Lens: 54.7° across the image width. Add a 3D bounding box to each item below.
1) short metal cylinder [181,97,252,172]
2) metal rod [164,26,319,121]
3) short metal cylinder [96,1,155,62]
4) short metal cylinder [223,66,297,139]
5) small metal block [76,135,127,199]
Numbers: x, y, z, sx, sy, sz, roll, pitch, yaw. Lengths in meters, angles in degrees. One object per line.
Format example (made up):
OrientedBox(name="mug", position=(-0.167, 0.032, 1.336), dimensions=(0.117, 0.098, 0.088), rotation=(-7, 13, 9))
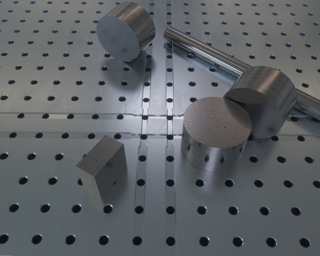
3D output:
OrientedBox(name="short metal cylinder", position=(0.068, 0.007, 0.385), dimensions=(0.081, 0.050, 0.080), rotation=(1, 50, -1))
OrientedBox(name="metal rod", position=(0.126, -0.091, 0.484), dimensions=(0.300, 0.025, 0.025), rotation=(35, 58, 25))
OrientedBox(name="short metal cylinder", position=(-0.055, -0.155, 0.502), dimensions=(0.080, 0.080, 0.050), rotation=(23, 54, 18))
OrientedBox(name="short metal cylinder", position=(0.127, -0.033, 0.400), dimensions=(0.080, 0.080, 0.050), rotation=(28, 56, 21))
OrientedBox(name="small metal block", position=(-0.064, 0.045, 0.353), dimensions=(0.025, 0.050, 0.050), rotation=(26, 55, 20))
